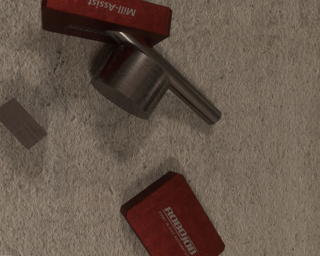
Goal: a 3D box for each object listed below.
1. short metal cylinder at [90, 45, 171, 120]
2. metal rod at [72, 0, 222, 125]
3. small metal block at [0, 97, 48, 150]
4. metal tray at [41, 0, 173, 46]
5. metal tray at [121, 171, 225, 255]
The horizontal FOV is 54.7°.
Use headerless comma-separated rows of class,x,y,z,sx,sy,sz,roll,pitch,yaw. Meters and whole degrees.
short metal cylinder,-0.034,-0.053,0.368,0.080,0.080,0.050,36,79,-17
metal rod,-0.026,-0.095,0.365,0.301,0.025,0.025,38,78,-30
small metal block,-0.151,-0.004,0.340,0.025,0.050,0.050,-43,104,-15
metal tray,-0.063,-0.122,0.350,0.131,0.090,0.030,6,91,-20
metal tray,0.019,0.135,0.415,0.090,0.030,0.130,-34,101,-17
